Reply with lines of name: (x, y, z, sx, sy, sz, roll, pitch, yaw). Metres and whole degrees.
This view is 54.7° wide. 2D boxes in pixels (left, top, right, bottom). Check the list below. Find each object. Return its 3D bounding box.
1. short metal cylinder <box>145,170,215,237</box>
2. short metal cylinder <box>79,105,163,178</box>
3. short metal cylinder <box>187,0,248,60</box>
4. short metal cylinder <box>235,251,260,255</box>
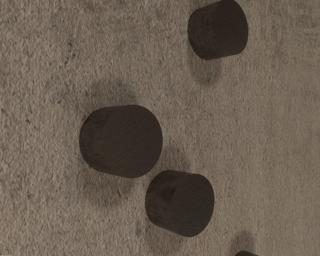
short metal cylinder: (0.027, 0.099, 0.414, 0.081, 0.050, 0.079, 0, 90, -40)
short metal cylinder: (-0.044, 0.014, 0.353, 0.081, 0.050, 0.079, 0, 90, -40)
short metal cylinder: (0.088, -0.146, 0.464, 0.081, 0.050, 0.079, 0, 90, -40)
short metal cylinder: (0.157, 0.257, 0.524, 0.081, 0.050, 0.079, 0, 90, -40)
